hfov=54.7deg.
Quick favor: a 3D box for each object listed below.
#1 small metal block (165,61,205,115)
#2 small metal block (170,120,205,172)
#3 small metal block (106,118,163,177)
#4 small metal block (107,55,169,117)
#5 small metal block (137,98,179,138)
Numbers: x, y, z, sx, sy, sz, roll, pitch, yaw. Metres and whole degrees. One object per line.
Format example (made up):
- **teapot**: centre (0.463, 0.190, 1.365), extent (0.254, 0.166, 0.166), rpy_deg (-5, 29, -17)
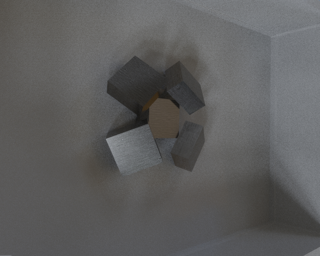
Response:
- **small metal block**: centre (0.033, -0.054, 0.416), extent (0.050, 0.025, 0.050), rpy_deg (42, 27, -32)
- **small metal block**: centre (0.039, 0.026, 0.422), extent (0.050, 0.025, 0.050), rpy_deg (-63, 159, -21)
- **small metal block**: centre (-0.029, 0.023, 0.364), extent (0.050, 0.025, 0.050), rpy_deg (-20, 107, 0)
- **small metal block**: centre (-0.026, -0.049, 0.365), extent (0.050, 0.025, 0.050), rpy_deg (37, 62, 7)
- **small metal block**: centre (-0.002, -0.012, 0.401), extent (0.050, 0.025, 0.050), rpy_deg (2, 89, -40)
